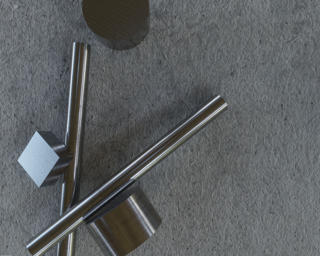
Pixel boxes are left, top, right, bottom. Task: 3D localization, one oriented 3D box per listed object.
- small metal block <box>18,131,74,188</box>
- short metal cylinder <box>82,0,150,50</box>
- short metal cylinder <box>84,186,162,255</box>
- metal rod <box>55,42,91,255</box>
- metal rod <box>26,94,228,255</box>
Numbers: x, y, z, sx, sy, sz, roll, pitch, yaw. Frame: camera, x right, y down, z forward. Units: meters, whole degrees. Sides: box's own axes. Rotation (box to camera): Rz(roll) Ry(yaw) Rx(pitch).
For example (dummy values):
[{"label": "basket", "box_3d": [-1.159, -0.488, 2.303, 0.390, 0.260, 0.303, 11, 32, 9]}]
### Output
[{"label": "small metal block", "box_3d": [-0.146, 0.039, 0.395, 0.050, 0.025, 0.050, 43, 106, 21]}, {"label": "short metal cylinder", "box_3d": [-0.053, -0.145, 0.397, 0.081, 0.050, 0.080, 0, 90, 0]}, {"label": "short metal cylinder", "box_3d": [-0.045, 0.115, 0.382, 0.080, 0.080, 0.050, -34, 90, 0]}, {"label": "metal rod", "box_3d": [-0.115, 0.039, 0.409, 0.025, 0.025, 0.298, 4, 90, 0]}, {"label": "metal rod", "box_3d": [-0.036, 0.057, 0.394, 0.301, 0.025, 0.025, -38, 90, -6]}]
